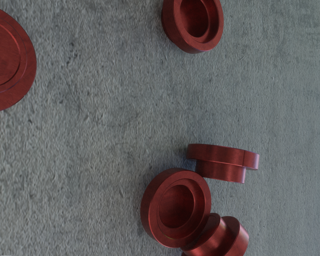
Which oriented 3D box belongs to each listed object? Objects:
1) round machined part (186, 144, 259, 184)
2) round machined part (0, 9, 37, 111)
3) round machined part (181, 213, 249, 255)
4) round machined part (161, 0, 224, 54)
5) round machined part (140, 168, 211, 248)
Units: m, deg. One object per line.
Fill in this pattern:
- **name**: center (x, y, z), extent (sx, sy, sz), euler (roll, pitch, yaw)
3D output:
- **round machined part**: center (0.084, 0.051, 0.428), extent (0.099, 0.098, 0.042), euler (16, 80, -39)
- **round machined part**: center (-0.155, -0.060, 0.264), extent (0.099, 0.042, 0.097), euler (0, 90, -40)
- **round machined part**: center (0.065, 0.153, 0.417), extent (0.098, 0.098, 0.042), euler (-43, 97, -32)
- **round machined part**: center (0.040, -0.151, 0.427), extent (0.099, 0.042, 0.097), euler (0, 90, -40)
- **round machined part**: center (0.016, 0.100, 0.403), extent (0.099, 0.042, 0.097), euler (-2, 94, -34)
